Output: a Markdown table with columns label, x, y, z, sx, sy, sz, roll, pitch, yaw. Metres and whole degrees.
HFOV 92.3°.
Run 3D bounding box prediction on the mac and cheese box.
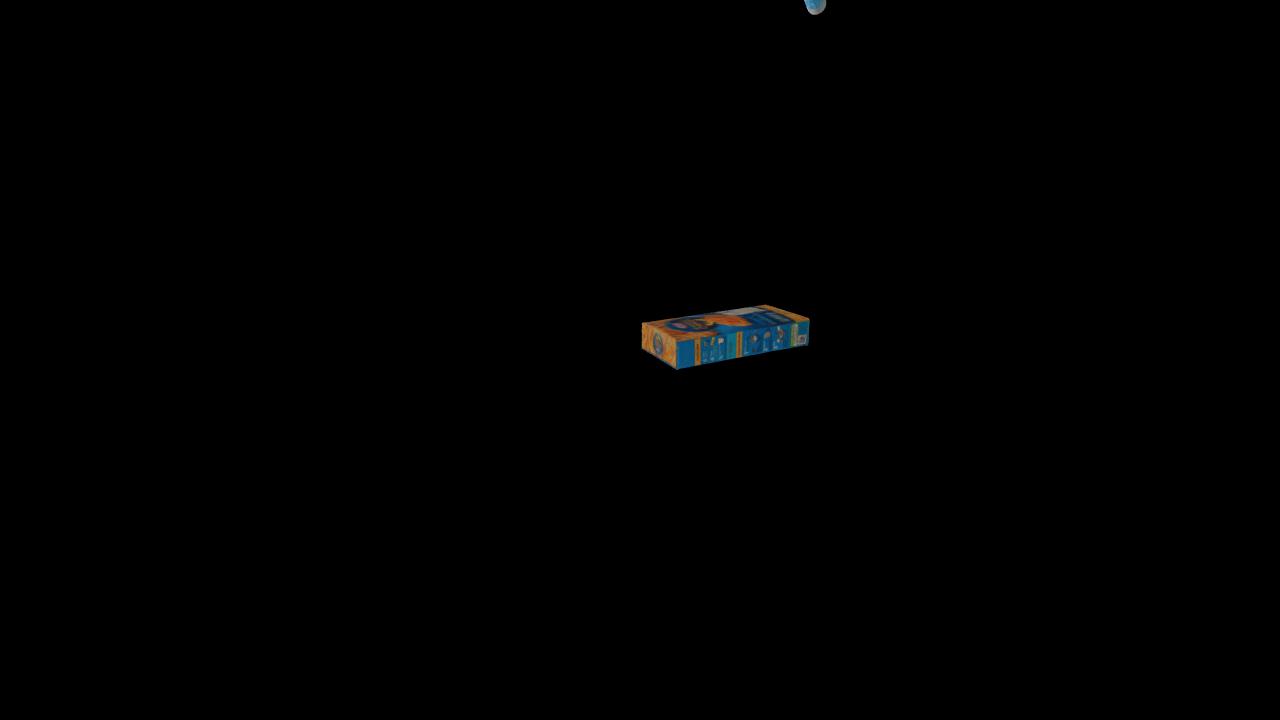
| label | x | y | z | sx | sy | sz | roll | pitch | yaw |
| --- | --- | --- | --- | --- | --- | --- | --- | --- | --- |
| mac and cheese box | 0.104 | -0.032 | 0.751 | 0.184 | 0.041 | 0.093 | -10 | 21 | -23 |

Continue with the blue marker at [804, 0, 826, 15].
| label | x | y | z | sx | sy | sz | roll | pitch | yaw |
| --- | --- | --- | --- | --- | --- | --- | --- | --- | --- |
| blue marker | 0.151 | -0.346 | 0.558 | 0.020 | 0.020 | 0.121 | 0 | 8 | 25 |
